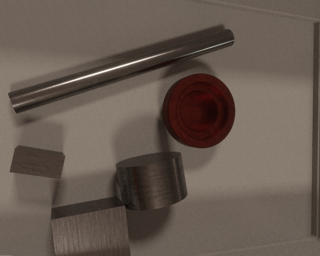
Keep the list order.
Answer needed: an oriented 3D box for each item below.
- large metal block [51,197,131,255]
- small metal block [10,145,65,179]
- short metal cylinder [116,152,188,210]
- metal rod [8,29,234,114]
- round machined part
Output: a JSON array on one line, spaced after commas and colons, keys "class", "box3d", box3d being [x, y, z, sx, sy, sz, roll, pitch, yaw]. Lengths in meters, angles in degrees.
[{"class": "large metal block", "box3d": [-0.082, 0.133, 0.367, 0.081, 0.050, 0.079, -7, 92, -19]}, {"class": "small metal block", "box3d": [-0.136, 0.037, 0.347, 0.050, 0.050, 0.025, 12, 86, -20]}, {"class": "short metal cylinder", "box3d": [-0.010, 0.062, 0.379, 0.081, 0.080, 0.050, -11, 94, -20]}, {"class": "metal rod", "box3d": [-0.033, -0.079, 0.398, 0.302, 0.025, 0.025, -21, 98, -19]}, {"class": "round machined part", "box3d": [0.049, -0.023, 0.421, 0.099, 0.042, 0.097, 0, 90, -20]}]
